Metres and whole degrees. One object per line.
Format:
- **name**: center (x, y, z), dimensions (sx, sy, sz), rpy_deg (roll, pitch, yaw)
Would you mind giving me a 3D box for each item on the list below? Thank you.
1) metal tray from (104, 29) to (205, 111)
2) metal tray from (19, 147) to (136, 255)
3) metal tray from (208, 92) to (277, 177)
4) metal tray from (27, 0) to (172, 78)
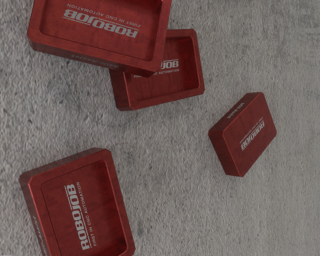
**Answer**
- **metal tray**: center (-0.001, -0.078, 0.399), dimensions (0.131, 0.030, 0.089), rpy_deg (-17, 101, -39)
- **metal tray**: center (-0.083, 0.095, 0.331), dimensions (0.091, 0.030, 0.129), rpy_deg (-21, 103, -38)
- **metal tray**: center (0.143, 0.009, 0.521), dimensions (0.131, 0.030, 0.090), rpy_deg (-41, 115, -32)
- **metal tray**: center (-0.059, -0.112, 0.321), dimensions (0.131, 0.030, 0.090), rpy_deg (11, 82, -17)
